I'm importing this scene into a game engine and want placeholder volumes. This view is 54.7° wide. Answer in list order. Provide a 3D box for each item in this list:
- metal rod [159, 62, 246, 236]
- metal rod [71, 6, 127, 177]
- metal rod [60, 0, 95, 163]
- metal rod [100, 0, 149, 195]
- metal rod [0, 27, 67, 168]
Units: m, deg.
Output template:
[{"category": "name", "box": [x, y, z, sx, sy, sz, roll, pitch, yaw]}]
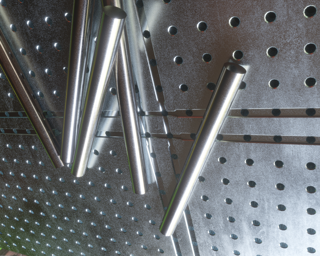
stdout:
[{"category": "metal rod", "box": [0.045, 0.051, 0.417, 0.025, 0.025, 0.298, 26, 127, 12]}, {"category": "metal rod", "box": [-0.093, -0.023, 0.423, 0.025, 0.025, 0.298, 32, 135, 7]}, {"category": "metal rod", "box": [-0.118, -0.064, 0.431, 0.025, 0.025, 0.298, 27, 128, 11]}, {"category": "metal rod", "box": [-0.043, -0.034, 0.411, 0.025, 0.025, 0.298, 8, 122, 23]}, {"category": "metal rod", "box": [-0.217, -0.068, 0.480, 0.025, 0.025, 0.298, -6, 116, 30]}]
